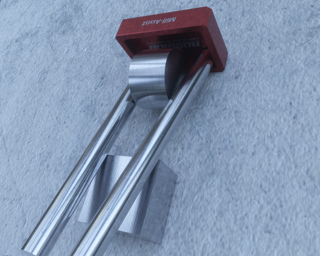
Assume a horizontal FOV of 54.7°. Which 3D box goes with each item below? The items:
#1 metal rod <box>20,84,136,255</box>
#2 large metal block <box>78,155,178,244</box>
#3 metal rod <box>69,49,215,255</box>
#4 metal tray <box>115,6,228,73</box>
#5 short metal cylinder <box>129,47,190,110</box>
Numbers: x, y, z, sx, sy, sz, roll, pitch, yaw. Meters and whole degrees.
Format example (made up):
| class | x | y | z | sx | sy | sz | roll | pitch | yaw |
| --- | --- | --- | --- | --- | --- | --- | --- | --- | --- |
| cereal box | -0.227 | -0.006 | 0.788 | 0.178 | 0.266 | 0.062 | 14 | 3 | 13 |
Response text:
| class | x | y | z | sx | sy | sz | roll | pitch | yaw |
| --- | --- | --- | --- | --- | --- | --- | --- | --- | --- |
| metal rod | -0.064 | 0.009 | 0.373 | 0.025 | 0.025 | 0.301 | 2 | 47 | 29 |
| large metal block | -0.034 | 0.079 | 0.355 | 0.080 | 0.050 | 0.080 | 2 | 63 | 28 |
| metal rod | -0.002 | 0.011 | 0.339 | 0.025 | 0.025 | 0.301 | 9 | 51 | 32 |
| metal tray | 0.017 | -0.112 | 0.422 | 0.130 | 0.090 | 0.030 | 2 | 63 | 29 |
| short metal cylinder | 0.002 | -0.064 | 0.408 | 0.050 | 0.080 | 0.080 | 2 | 63 | 28 |
